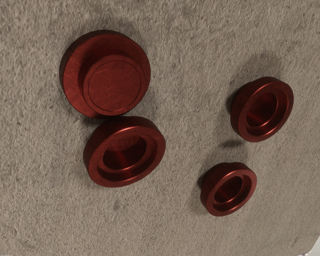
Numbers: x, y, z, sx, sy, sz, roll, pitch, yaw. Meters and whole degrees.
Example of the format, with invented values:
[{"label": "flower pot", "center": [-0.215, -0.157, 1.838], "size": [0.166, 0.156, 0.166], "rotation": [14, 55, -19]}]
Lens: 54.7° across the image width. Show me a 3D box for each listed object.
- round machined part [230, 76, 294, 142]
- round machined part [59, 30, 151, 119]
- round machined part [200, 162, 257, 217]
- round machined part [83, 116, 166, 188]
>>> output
[{"label": "round machined part", "center": [0.144, -0.031, 0.458], "size": [0.099, 0.042, 0.097], "rotation": [-14, 125, -21]}, {"label": "round machined part", "center": [-0.055, -0.052, 0.335], "size": [0.099, 0.042, 0.097], "rotation": [-14, 124, -21]}, {"label": "round machined part", "center": [0.109, 0.097, 0.518], "size": [0.099, 0.042, 0.097], "rotation": [-14, 125, -21]}, {"label": "round machined part", "center": [-0.046, 0.024, 0.380], "size": [0.099, 0.042, 0.097], "rotation": [-18, 136, -19]}]
